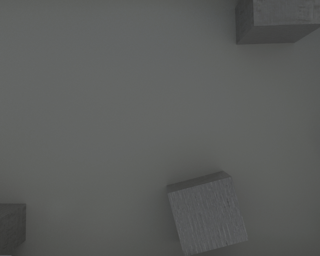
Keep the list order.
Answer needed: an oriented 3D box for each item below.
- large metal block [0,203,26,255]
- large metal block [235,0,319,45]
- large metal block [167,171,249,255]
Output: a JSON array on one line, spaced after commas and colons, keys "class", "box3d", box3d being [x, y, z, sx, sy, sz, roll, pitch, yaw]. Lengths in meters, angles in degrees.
[{"class": "large metal block", "box3d": [-0.223, 0.128, 0.382, 0.081, 0.080, 0.050, 1, 90, 0]}, {"class": "large metal block", "box3d": [0.144, -0.140, 0.385, 0.081, 0.080, 0.050, -2, 90, 0]}, {"class": "large metal block", "box3d": [0.058, 0.107, 0.399, 0.080, 0.050, 0.080, -15, 90, 0]}]
